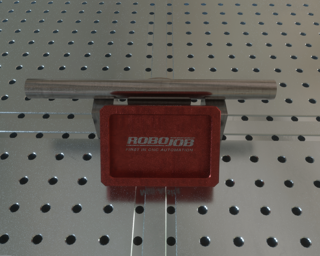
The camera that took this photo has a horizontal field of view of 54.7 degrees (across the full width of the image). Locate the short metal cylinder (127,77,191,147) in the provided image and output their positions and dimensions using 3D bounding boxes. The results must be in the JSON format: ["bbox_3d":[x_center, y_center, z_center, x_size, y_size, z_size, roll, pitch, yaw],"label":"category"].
[{"bbox_3d":[-0.001,-0.022,0.409,0.080,0.050,0.080,0,50,0],"label":"short metal cylinder"}]

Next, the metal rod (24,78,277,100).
[{"bbox_3d":[-0.011,-0.048,0.382,0.302,0.025,0.025,0,50,0],"label":"metal rod"}]

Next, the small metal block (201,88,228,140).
[{"bbox_3d":[0.069,-0.019,0.408,0.025,0.050,0.050,-1,50,0],"label":"small metal block"}]

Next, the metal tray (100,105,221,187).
[{"bbox_3d":[0.000,0.019,0.352,0.131,0.089,0.030,0,7,0],"label":"metal tray"}]

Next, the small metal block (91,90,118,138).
[{"bbox_3d":[-0.070,-0.022,0.409,0.025,0.050,0.050,-1,50,0],"label":"small metal block"}]
